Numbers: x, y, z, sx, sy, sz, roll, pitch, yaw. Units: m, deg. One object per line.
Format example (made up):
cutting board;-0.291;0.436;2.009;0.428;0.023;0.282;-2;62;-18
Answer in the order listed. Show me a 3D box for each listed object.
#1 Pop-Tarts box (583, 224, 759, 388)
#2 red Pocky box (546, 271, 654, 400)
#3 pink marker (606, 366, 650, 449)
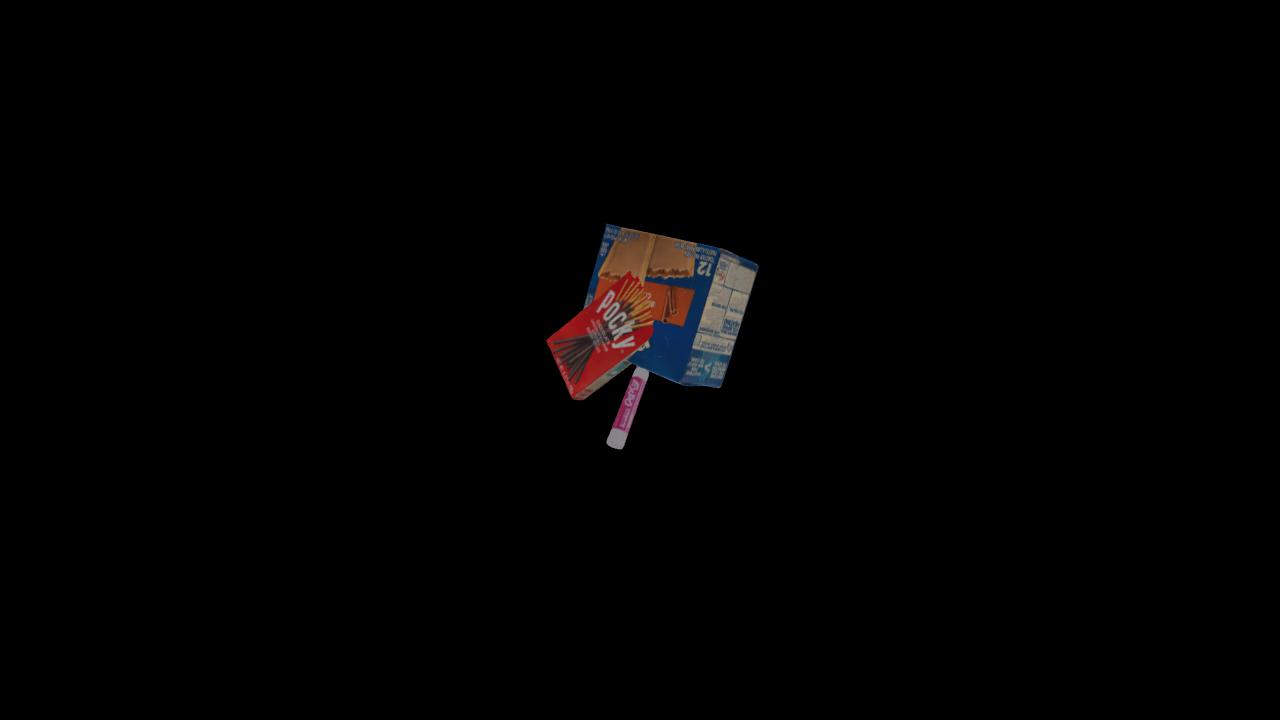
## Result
Pop-Tarts box;0.024;-0.062;0.680;0.167;0.141;0.083;23;10;41
red Pocky box;-0.029;-0.032;0.671;0.155;0.083;0.028;-37;-28;19
pink marker;-0.007;0.038;0.661;0.020;0.121;0.020;16;-28;9
